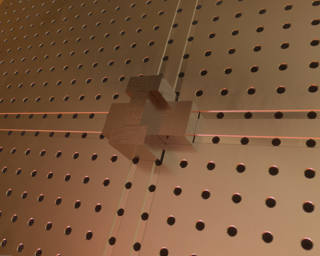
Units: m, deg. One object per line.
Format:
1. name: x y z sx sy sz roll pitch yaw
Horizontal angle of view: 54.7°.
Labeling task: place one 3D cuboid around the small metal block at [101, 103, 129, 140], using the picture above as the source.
1. small metal block: -0.048 -0.008 0.436 0.050 0.025 0.050 1 62 28

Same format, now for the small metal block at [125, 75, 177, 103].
1. small metal block: -0.011 -0.047 0.425 0.050 0.050 0.025 1 62 28

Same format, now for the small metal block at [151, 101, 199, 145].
1. small metal block: 0.019 -0.007 0.401 0.050 0.025 0.050 1 62 28

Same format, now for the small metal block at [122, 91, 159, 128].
1. small metal block: -0.020 -0.013 0.409 0.025 0.050 0.050 1 62 28

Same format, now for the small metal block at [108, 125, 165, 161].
1. small metal block: -0.028 0.020 0.393 0.050 0.050 0.025 1 62 28
